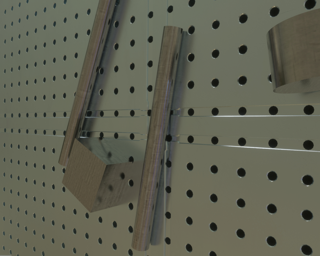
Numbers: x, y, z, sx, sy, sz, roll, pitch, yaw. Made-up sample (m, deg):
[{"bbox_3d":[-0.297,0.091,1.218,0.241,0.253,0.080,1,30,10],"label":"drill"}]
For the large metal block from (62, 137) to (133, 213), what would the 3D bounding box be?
[{"bbox_3d":[-0.098,0.068,0.474,0.080,0.050,0.079,32,110,35],"label":"large metal block"}]

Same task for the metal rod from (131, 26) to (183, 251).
[{"bbox_3d":[-0.005,0.019,0.413,0.025,0.025,0.298,14,99,39],"label":"metal rod"}]

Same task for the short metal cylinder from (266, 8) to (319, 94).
[{"bbox_3d":[0.135,-0.062,0.262,0.080,0.081,0.050,-9,84,39],"label":"short metal cylinder"}]

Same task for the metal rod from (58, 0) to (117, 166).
[{"bbox_3d":[-0.121,-0.074,0.508,0.025,0.025,0.298,30,108,36],"label":"metal rod"}]
